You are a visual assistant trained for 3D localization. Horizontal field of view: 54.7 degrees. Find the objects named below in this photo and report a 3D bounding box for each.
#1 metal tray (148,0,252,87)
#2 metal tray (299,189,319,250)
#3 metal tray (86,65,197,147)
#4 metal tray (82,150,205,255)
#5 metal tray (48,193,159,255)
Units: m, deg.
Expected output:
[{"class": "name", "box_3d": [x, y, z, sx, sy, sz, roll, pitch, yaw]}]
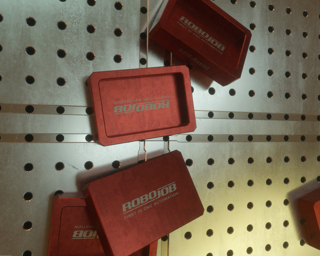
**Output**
[{"class": "metal tray", "box_3d": [0.059, -0.127, 0.419, 0.131, 0.030, 0.090, 29, 63, -18]}, {"class": "metal tray", "box_3d": [0.305, 0.141, 0.525, 0.131, 0.030, 0.089, -19, 97, -19]}, {"class": "metal tray", "box_3d": [-0.022, -0.031, 0.402, 0.131, 0.030, 0.089, -9, 93, -20]}, {"class": "metal tray", "box_3d": [-0.017, 0.089, 0.379, 0.131, 0.030, 0.090, -18, 82, -32]}, {"class": "metal tray", "box_3d": [-0.068, 0.130, 0.385, 0.131, 0.030, 0.089, 6, 88, -20]}]
